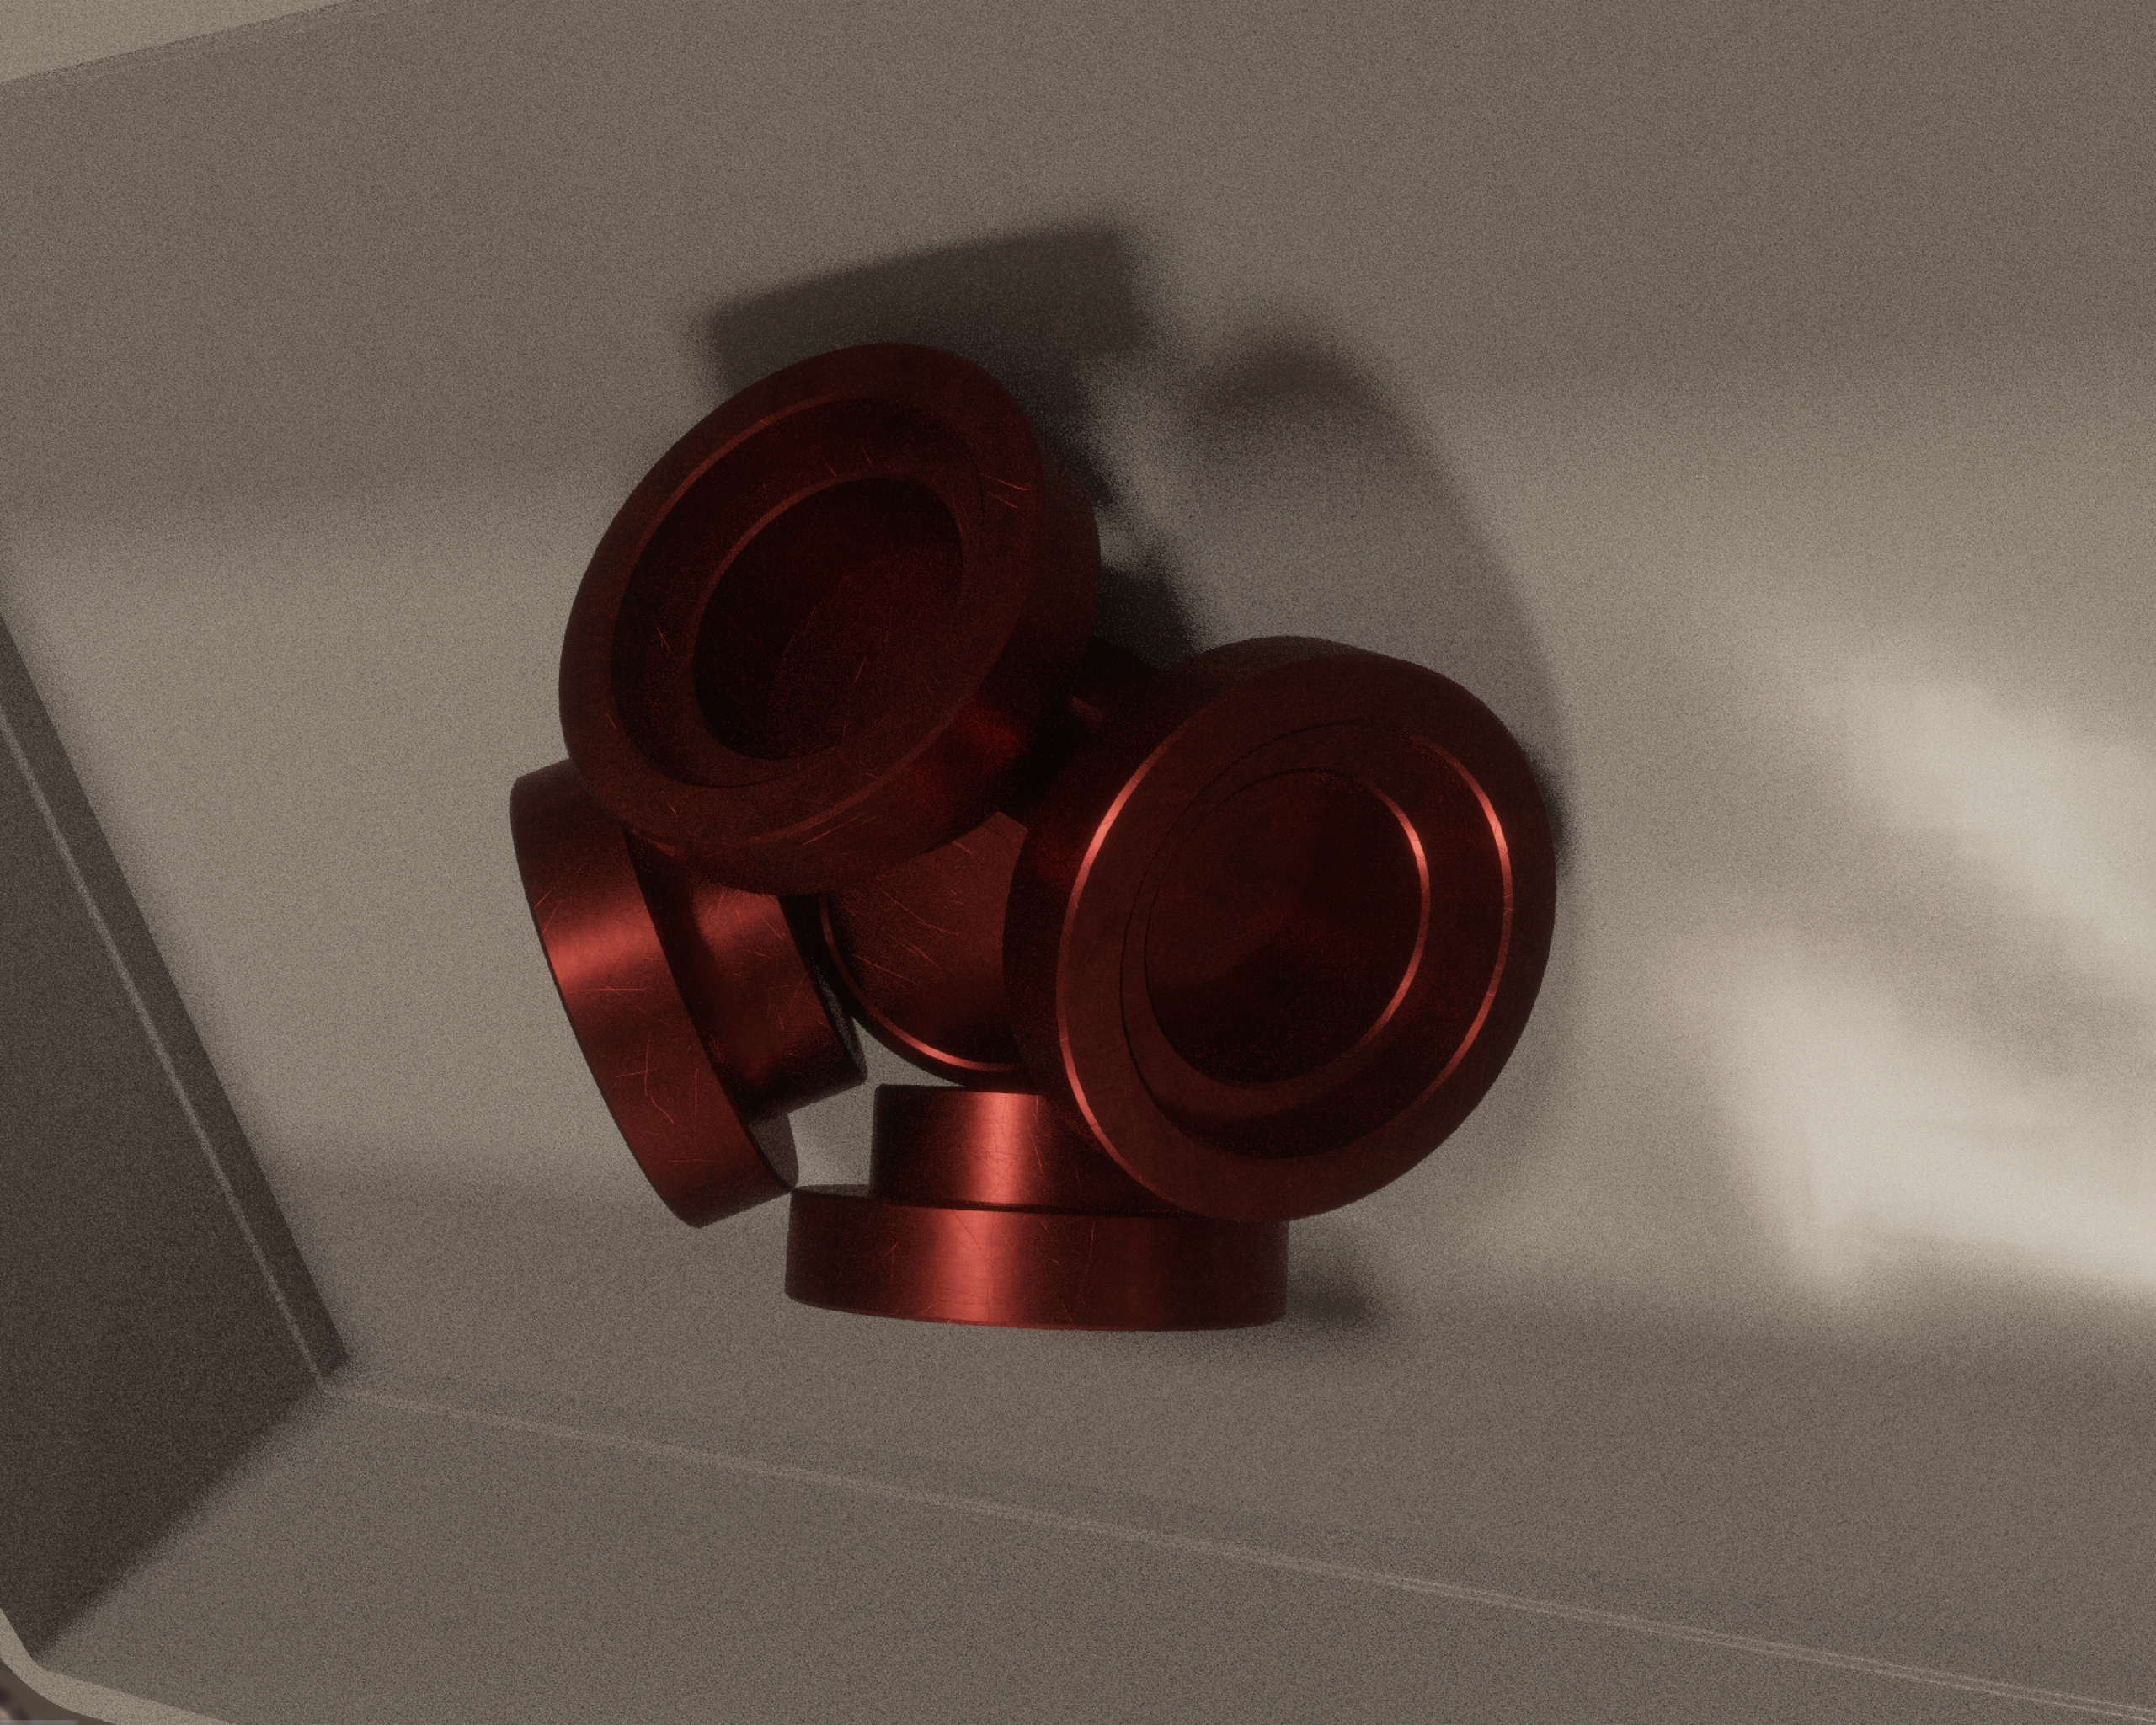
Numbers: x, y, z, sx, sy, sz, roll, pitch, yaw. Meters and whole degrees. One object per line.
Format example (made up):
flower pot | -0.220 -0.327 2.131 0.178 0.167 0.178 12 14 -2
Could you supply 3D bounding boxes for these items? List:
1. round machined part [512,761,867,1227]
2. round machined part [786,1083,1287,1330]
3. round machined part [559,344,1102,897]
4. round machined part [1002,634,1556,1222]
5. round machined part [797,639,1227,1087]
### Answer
round machined part | -0.074 0.021 0.422 0.042 0.098 0.097 -22 112 -4
round machined part | -0.007 0.066 0.415 0.098 0.098 0.042 -1 82 28
round machined part | -0.039 -0.038 0.367 0.098 0.098 0.042 -4 154 29
round machined part | 0.031 0.009 0.361 0.042 0.099 0.097 28 139 58
round machined part | -0.015 0.005 0.404 0.098 0.042 0.097 13 124 20
